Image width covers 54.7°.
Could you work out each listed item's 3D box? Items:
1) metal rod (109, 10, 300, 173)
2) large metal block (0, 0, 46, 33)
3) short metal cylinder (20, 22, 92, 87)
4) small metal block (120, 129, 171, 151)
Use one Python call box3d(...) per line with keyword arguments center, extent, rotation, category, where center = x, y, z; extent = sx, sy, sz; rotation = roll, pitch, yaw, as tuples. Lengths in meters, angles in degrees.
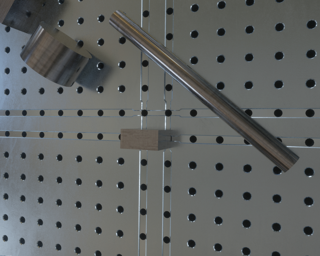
box3d(center=(0.046, -0.056, 0.395), extent=(0.300, 0.025, 0.025), rotation=(43, 103, 14), category="metal rod")
box3d(center=(-0.230, -0.208, 0.478), extent=(0.080, 0.050, 0.080), rotation=(39, 102, 15), category="large metal block")
box3d(center=(-0.144, -0.102, 0.432), extent=(0.080, 0.080, 0.050), rotation=(42, 103, 15), category="short metal cylinder")
box3d(center=(-0.017, 0.014, 0.405), extent=(0.050, 0.050, 0.025), rotation=(2, 91, 19), category="small metal block")
